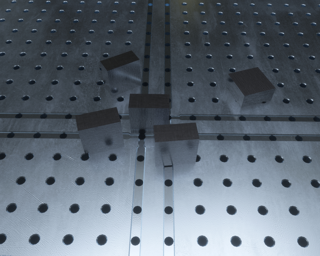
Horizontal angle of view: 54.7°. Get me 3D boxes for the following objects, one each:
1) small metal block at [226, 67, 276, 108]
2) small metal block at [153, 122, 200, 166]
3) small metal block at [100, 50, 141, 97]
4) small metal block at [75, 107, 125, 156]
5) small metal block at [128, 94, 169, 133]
[{"bbox_3d":[0.133,-0.061,0.461,0.050,0.025,0.050,-14,52,-12],"label":"small metal block"},{"bbox_3d":[0.018,0.021,0.374,0.050,0.050,0.025,-4,50,-4],"label":"small metal block"},{"bbox_3d":[-0.057,-0.080,0.458,0.050,0.050,0.025,-24,55,-19],"label":"small metal block"},{"bbox_3d":[-0.074,0.005,0.387,0.050,0.050,0.025,-13,52,-11],"label":"small metal block"},{"bbox_3d":[-0.013,-0.018,0.407,0.050,0.050,0.025,1,50,0],"label":"small metal block"}]
